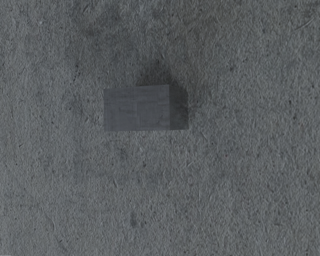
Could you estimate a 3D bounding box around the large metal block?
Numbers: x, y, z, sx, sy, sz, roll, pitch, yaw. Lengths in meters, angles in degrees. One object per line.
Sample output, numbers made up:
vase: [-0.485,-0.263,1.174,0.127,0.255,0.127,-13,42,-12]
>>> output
large metal block: [-0.014,-0.022,0.385,0.080,0.080,0.050,-1,90,19]
